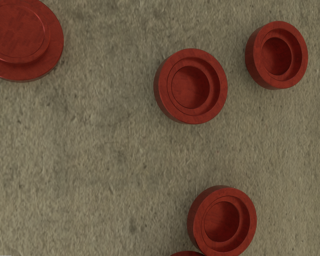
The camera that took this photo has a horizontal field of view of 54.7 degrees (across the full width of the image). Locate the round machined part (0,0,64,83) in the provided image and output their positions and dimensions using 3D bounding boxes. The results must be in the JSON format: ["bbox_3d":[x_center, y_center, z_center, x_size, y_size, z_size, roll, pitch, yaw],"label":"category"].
[{"bbox_3d":[-0.158,-0.101,0.342,0.099,0.042,0.097,0,90,-21],"label":"round machined part"}]

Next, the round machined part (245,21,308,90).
[{"bbox_3d":[0.168,-0.105,0.464,0.099,0.042,0.097,0,90,-21],"label":"round machined part"}]

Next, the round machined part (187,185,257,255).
[{"bbox_3d":[0.082,0.128,0.432,0.099,0.042,0.097,0,90,-21],"label":"round machined part"}]

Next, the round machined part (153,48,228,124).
[{"bbox_3d":[0.037,-0.054,0.415,0.099,0.042,0.097,0,90,-21],"label":"round machined part"}]

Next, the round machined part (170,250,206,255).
[{"bbox_3d":[0.037,0.198,0.399,0.099,0.042,0.097,1,116,1],"label":"round machined part"}]
